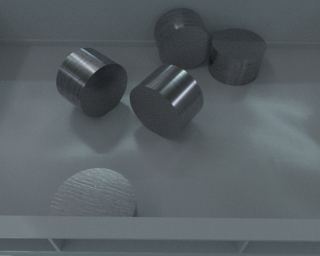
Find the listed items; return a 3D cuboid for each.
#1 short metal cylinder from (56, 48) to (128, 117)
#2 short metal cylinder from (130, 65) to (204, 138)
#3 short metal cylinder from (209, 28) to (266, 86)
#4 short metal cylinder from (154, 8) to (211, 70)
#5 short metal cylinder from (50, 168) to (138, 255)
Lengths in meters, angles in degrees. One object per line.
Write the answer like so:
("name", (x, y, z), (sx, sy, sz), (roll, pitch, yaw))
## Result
("short metal cylinder", (-0.091, -0.061, 0.420), (0.050, 0.080, 0.080), (35, 58, 25))
("short metal cylinder", (0.008, -0.034, 0.398), (0.080, 0.080, 0.050), (29, 56, 22))
("short metal cylinder", (0.118, -0.111, 0.483), (0.080, 0.050, 0.080), (0, 50, 0))
("short metal cylinder", (0.034, -0.138, 0.485), (0.081, 0.080, 0.050), (-7, 51, -6))
("short metal cylinder", (-0.063, 0.088, 0.314), (0.080, 0.050, 0.080), (0, 50, 0))
